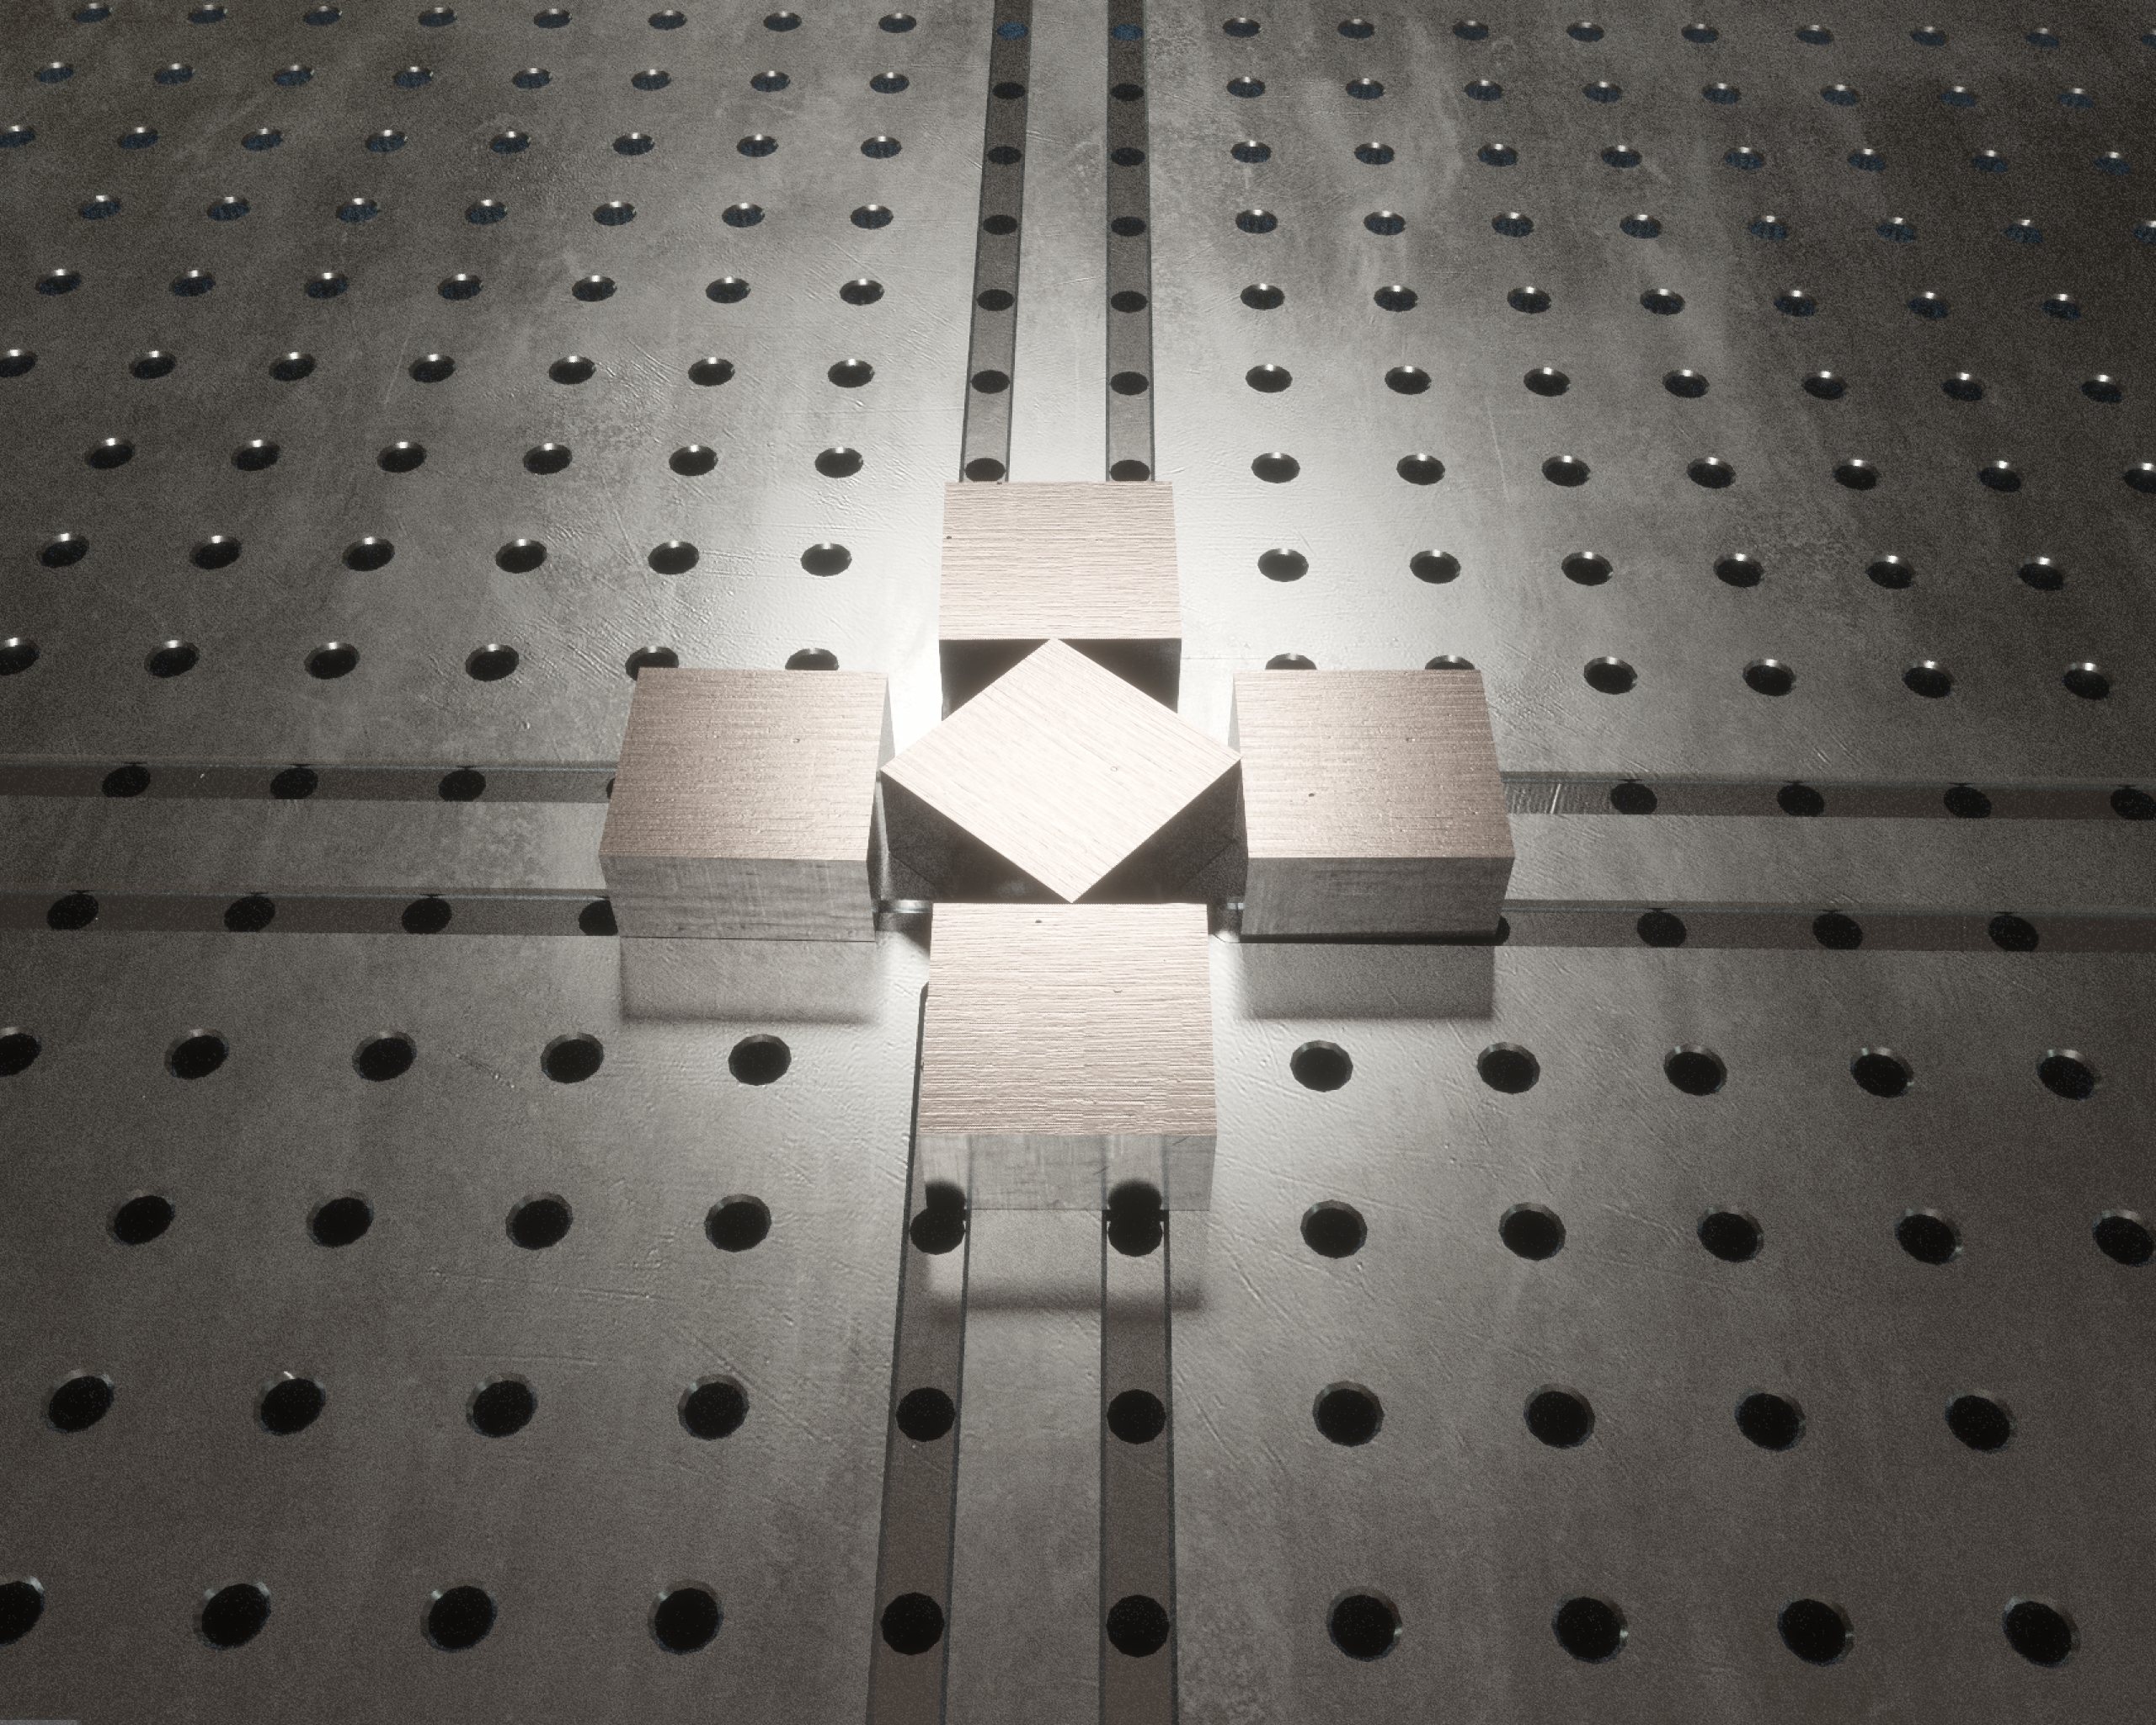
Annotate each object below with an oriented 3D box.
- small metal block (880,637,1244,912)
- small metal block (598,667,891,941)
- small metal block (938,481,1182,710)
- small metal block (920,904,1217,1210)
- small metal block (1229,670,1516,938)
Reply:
[{"bbox_3d":[-0.003,-0.012,0.417,0.050,0.025,0.050,35,58,25],"label":"small metal block"},{"bbox_3d":[-0.064,-0.012,0.417,0.050,0.025,0.050,1,50,0],"label":"small metal block"},{"bbox_3d":[-0.004,-0.057,0.456,0.050,0.025,0.050,0,50,-1],"label":"small metal block"},{"bbox_3d":[-0.002,0.035,0.378,0.050,0.025,0.050,0,50,0],"label":"small metal block"},{"bbox_3d":[0.057,-0.012,0.418,0.050,0.025,0.050,0,50,-1],"label":"small metal block"}]
